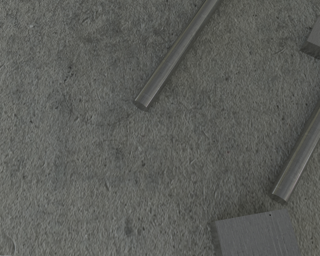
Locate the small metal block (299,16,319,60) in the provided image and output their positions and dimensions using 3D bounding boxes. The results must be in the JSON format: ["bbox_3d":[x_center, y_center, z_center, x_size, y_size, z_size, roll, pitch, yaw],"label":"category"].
[{"bbox_3d":[0.245,-0.129,0.458,0.050,0.025,0.050,28,72,9],"label":"small metal block"}]

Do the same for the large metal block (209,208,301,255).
[{"bbox_3d":[0.106,0.139,0.345,0.081,0.050,0.080,-9,70,-4],"label":"large metal block"}]

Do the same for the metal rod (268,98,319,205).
[{"bbox_3d":[0.227,-0.030,0.421,0.025,0.025,0.300,32,73,11],"label":"metal rod"}]

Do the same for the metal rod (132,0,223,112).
[{"bbox_3d":[0.051,-0.150,0.463,0.025,0.025,0.300,30,72,10],"label":"metal rod"}]
